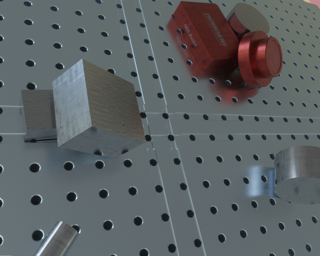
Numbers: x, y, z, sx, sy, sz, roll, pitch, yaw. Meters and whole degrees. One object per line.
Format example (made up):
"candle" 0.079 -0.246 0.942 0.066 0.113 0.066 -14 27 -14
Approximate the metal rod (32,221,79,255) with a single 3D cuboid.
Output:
"metal rod" -0.150 0.198 0.206 0.025 0.025 0.301 35 51 -5

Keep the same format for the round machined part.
"round machined part" 0.179 -0.120 0.538 0.099 0.042 0.097 0 90 -46

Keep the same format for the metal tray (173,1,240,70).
"metal tray" 0.089 -0.166 0.554 0.091 0.030 0.130 -11 67 -33

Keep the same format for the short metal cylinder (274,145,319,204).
"short metal cylinder" 0.206 0.068 0.442 0.080 0.080 0.050 24 53 -13

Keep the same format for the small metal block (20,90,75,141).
"small metal block" -0.127 -0.015 0.349 0.050 0.025 0.050 -4 64 -30

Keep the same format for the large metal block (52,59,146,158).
"large metal block" -0.068 -0.018 0.346 0.080 0.050 0.080 20 49 -51

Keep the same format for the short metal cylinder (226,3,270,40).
"short metal cylinder" 0.162 -0.192 0.596 0.081 0.050 0.080 14 56 -21
